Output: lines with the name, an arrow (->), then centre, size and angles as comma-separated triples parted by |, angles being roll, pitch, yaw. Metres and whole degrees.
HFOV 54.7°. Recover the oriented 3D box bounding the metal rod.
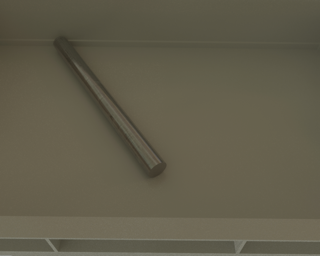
metal rod -> -0.085, -0.047, 0.443 | 0.025, 0.025, 0.300 | -27, 55, -21
